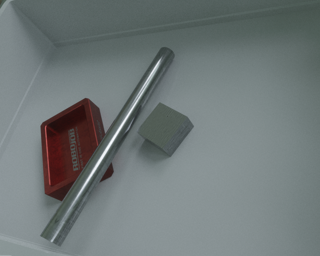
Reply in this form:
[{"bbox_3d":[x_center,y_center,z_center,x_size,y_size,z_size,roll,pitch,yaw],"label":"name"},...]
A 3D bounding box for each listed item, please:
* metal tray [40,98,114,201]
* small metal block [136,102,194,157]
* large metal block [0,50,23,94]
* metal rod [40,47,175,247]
[{"bbox_3d":[-0.124,0.028,0.448,0.090,0.030,0.130,-28,52,10],"label":"metal tray"},{"bbox_3d":[0.007,0.001,0.400,0.050,0.025,0.050,31,79,37],"label":"small metal block"},{"bbox_3d":[-0.346,-0.119,0.643,0.080,0.050,0.080,-48,52,-6],"label":"large metal block"},{"bbox_3d":[-0.053,0.004,0.400,0.025,0.025,0.300,10,57,32],"label":"metal rod"}]
